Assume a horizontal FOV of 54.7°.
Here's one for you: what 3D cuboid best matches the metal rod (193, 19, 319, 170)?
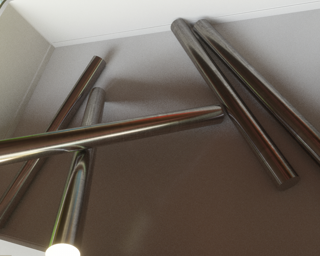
[{"bbox_3d":[0.119,-0.050,0.373,0.025,0.025,0.300,-34,52,6],"label":"metal rod"}]

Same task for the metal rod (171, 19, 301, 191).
[{"bbox_3d":[0.078,-0.053,0.396,0.025,0.025,0.300,-31,52,8],"label":"metal rod"}]

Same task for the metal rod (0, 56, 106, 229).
[{"bbox_3d":[-0.170,0.012,0.485,0.025,0.025,0.300,16,70,34],"label":"metal rod"}]

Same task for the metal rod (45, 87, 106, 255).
[{"bbox_3d":[-0.085,0.021,0.361,0.025,0.025,0.300,-28,28,10],"label":"metal rod"}]

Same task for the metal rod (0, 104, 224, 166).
[{"bbox_3d":[-0.068,0.008,0.331,0.303,0.025,0.025,-10,49,-20],"label":"metal rod"}]
